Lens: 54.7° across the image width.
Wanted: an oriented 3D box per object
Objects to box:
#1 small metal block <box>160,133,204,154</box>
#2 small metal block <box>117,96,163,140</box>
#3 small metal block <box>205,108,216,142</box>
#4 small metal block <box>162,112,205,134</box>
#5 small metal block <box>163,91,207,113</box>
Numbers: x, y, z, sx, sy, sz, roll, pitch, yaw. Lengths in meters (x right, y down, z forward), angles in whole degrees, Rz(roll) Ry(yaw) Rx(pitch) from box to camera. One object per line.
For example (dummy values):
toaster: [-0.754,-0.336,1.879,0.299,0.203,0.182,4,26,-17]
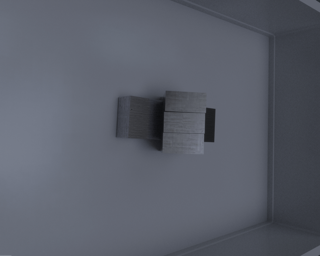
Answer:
small metal block: [0.027,0.020,0.400,0.050,0.050,0.025,2,88,-4]
small metal block: [-0.025,-0.012,0.386,0.050,0.025,0.050,5,87,-40]
small metal block: [0.054,-0.005,0.453,0.050,0.025,0.050,4,88,-40]
small metal block: [0.028,-0.006,0.401,0.050,0.050,0.025,2,88,-4]
small metal block: [0.030,-0.031,0.402,0.050,0.050,0.025,3,88,-4]
